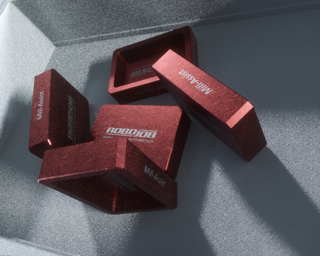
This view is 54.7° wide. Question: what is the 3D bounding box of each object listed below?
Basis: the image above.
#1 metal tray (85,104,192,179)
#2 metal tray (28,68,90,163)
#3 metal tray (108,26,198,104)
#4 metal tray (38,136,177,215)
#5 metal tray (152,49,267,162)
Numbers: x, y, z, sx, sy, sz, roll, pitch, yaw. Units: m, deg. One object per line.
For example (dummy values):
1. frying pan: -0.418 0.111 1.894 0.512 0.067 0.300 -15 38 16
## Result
1. metal tray: -0.033 0.015 0.405 0.130 0.030 0.090 4 63 29
2. metal tray: -0.137 -0.009 0.436 0.030 0.090 0.130 -22 54 14
3. metal tray: -0.010 -0.092 0.461 0.130 0.030 0.090 -12 57 21
4. metal tray: -0.046 0.057 0.323 0.090 0.130 0.030 -12 58 21
5. metal tray: 0.054 -0.026 0.348 0.030 0.090 0.130 -45 51 -2
